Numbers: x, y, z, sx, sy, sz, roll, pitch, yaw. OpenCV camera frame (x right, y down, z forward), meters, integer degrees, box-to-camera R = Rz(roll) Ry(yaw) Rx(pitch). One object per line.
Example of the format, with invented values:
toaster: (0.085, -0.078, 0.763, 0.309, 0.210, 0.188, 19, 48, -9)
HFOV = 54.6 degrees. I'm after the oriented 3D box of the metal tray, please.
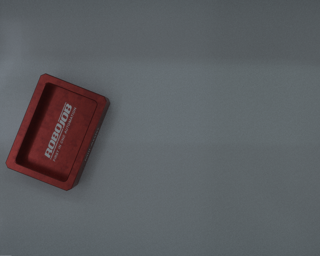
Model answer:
metal tray: (-0.132, 0.005, 0.408, 0.090, 0.030, 0.130, 22, 90, 0)
